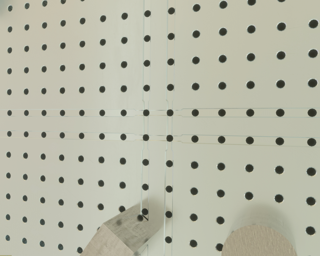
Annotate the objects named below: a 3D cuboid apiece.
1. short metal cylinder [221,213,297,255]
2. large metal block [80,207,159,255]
[{"bbox_3d":[0.115,0.145,0.358,0.080,0.050,0.079,0,90,20],"label":"short metal cylinder"},{"bbox_3d":[-0.057,0.159,0.403,0.050,0.080,0.080,38,102,16],"label":"large metal block"}]
